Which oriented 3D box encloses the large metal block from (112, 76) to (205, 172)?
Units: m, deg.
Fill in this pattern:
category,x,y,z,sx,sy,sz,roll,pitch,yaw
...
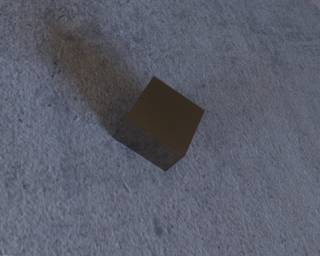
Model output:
category,x,y,z,sx,sy,sz,roll,pitch,yaw
large metal block,0.000,-0.006,0.393,0.080,0.050,0.080,34,51,-7
